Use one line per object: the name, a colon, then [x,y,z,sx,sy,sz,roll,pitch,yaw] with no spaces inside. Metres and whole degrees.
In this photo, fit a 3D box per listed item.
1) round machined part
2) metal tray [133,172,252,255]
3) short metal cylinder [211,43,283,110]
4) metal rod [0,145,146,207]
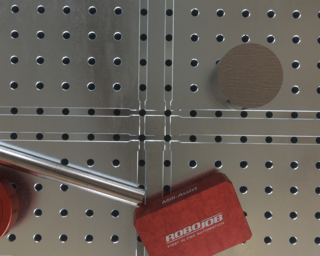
round machined part: [-0.232,0.102,0.402,0.099,0.042,0.097,0,90,-1]
metal tray: [0.042,0.124,0.401,0.131,0.030,0.090,-23,105,-1]
short metal cylinder: [0.110,-0.064,0.402,0.081,0.050,0.079,0,90,-1]
metal rod: [-0.167,0.049,0.411,0.302,0.025,0.025,17,90,-1]
